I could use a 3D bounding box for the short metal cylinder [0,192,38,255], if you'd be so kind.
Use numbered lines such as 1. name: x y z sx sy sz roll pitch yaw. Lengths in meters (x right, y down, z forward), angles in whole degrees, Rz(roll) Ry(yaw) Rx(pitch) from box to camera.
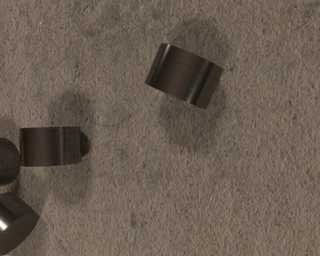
1. short metal cylinder: -0.231 0.143 0.459 0.050 0.080 0.080 35 101 16

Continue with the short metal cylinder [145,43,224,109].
1. short metal cylinder: 0.028 -0.061 0.369 0.080 0.080 0.050 26 99 18

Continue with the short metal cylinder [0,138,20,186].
1. short metal cylinder: -0.271 0.056 0.489 0.080 0.050 0.079 0 90 19

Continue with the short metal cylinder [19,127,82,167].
1. short metal cylinder: -0.152 0.024 0.432 0.080 0.080 0.050 -2 90 19
